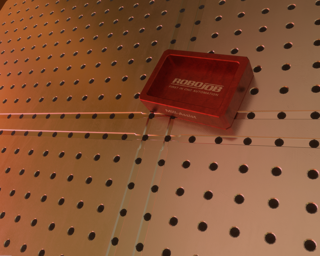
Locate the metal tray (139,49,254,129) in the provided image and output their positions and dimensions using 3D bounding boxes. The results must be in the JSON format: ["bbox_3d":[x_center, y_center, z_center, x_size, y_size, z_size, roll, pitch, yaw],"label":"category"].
[{"bbox_3d":[0.046,-0.057,0.416,0.130,0.030,0.090,16,70,34],"label":"metal tray"}]
